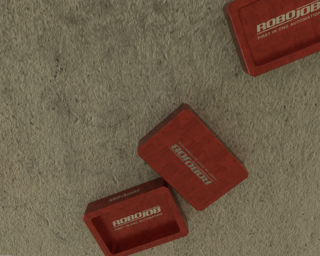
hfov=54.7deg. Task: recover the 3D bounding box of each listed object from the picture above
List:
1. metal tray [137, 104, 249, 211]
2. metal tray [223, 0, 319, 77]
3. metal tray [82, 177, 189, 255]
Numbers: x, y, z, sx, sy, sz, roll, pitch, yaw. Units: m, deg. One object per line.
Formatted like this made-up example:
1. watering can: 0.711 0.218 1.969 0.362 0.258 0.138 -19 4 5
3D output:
1. metal tray: 0.045 0.042 0.423 0.090 0.030 0.130 -41 105 13
2. metal tray: 0.151 -0.126 0.361 0.130 0.030 0.090 -22 109 7
3. metal tray: -0.034 0.135 0.456 0.130 0.030 0.090 -21 109 7
